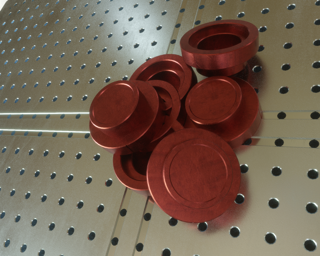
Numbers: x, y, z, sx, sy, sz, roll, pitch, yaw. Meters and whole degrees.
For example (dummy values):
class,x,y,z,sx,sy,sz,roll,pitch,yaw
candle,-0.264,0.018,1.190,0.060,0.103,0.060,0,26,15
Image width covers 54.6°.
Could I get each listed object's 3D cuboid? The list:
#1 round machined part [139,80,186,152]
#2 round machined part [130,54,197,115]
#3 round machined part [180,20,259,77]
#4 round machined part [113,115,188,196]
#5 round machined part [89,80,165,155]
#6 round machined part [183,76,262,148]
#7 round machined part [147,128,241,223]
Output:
class,x,y,z,sx,sy,sz,roll,pitch,yaw
round machined part,-0.011,-0.012,0.411,0.098,0.042,0.098,-13,56,21
round machined part,0.005,-0.050,0.426,0.098,0.042,0.098,-13,56,21
round machined part,0.078,-0.101,0.405,0.098,0.042,0.098,-9,39,8
round machined part,-0.004,0.036,0.379,0.098,0.042,0.098,-13,56,21
round machined part,-0.047,-0.019,0.380,0.098,0.042,0.098,-13,56,21
round machined part,0.069,-0.024,0.376,0.098,0.042,0.098,-13,56,21
round machined part,0.036,0.047,0.319,0.099,0.042,0.098,1,79,-4
